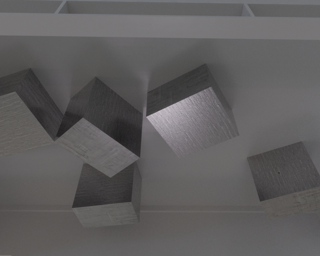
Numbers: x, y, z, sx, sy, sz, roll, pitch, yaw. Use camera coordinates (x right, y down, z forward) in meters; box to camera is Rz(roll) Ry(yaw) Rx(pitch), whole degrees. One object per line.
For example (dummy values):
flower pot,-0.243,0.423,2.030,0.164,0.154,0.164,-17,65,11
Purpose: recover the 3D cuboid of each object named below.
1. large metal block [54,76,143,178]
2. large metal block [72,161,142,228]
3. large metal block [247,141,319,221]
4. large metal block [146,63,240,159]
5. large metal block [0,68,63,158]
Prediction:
large metal block,-0.068,-0.001,0.371,0.050,0.080,0.080,-36,122,26
large metal block,-0.073,0.094,0.452,0.080,0.080,0.050,-7,130,6
large metal block,0.177,0.074,0.438,0.080,0.080,0.050,-19,128,16
large metal block,0.039,-0.018,0.378,0.080,0.050,0.080,-24,126,19
large metal block,-0.177,-0.016,0.377,0.080,0.050,0.080,-15,129,12
